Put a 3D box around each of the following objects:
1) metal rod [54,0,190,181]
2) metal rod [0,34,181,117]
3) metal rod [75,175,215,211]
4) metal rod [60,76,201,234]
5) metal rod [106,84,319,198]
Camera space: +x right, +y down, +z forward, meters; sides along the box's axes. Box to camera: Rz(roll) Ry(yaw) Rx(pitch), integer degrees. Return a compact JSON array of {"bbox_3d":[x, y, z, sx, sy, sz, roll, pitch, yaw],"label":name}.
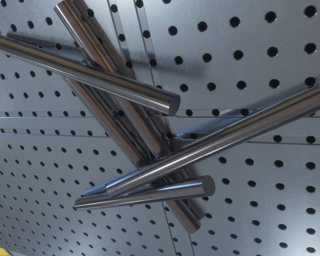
[{"bbox_3d":[-0.039,-0.029,0.411,0.025,0.025,0.299,-24,106,36],"label":"metal rod"},{"bbox_3d":[-0.111,-0.075,0.393,0.301,0.025,0.025,22,127,25],"label":"metal rod"},{"bbox_3d":[-0.044,0.105,0.471,0.299,0.025,0.025,-20,108,43],"label":"metal rod"},{"bbox_3d":[-0.037,0.037,0.451,0.025,0.025,0.300,-30,102,37],"label":"metal rod"},{"bbox_3d":[0.046,0.029,0.380,0.299,0.025,0.025,-28,103,29],"label":"metal rod"}]
